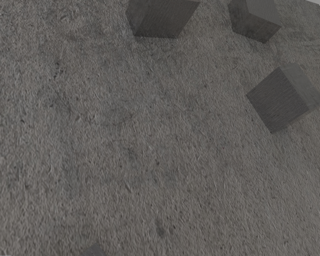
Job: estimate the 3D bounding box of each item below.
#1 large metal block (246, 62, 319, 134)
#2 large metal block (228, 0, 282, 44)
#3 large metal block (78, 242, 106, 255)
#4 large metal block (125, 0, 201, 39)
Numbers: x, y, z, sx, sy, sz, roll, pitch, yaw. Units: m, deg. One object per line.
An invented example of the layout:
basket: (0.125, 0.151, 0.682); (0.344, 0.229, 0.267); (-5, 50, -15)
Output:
large metal block: (0.202, -0.048, 0.506); (0.050, 0.080, 0.080); (-18, 71, -35)
large metal block: (0.191, -0.229, 0.630); (0.081, 0.050, 0.080); (12, 57, -22)
large metal block: (-0.066, 0.158, 0.256); (0.081, 0.050, 0.080); (-34, 81, -38)
large metal block: (0.002, -0.188, 0.484); (0.081, 0.080, 0.050); (-7, 65, -31)
